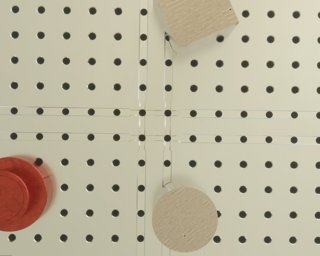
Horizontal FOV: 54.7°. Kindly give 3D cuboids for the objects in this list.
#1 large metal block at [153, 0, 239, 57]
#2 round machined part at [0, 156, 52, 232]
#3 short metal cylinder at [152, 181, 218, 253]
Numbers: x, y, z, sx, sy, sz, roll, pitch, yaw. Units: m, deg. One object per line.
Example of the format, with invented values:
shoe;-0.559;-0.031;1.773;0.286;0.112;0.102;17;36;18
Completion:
large metal block;0.043;-0.150;0.401;0.080;0.050;0.080;-24;90;-1
round machined part;-0.196;0.087;0.402;0.099;0.042;0.097;0;90;-1
short metal cylinder;0.030;0.112;0.401;0.081;0.050;0.079;0;90;-1
